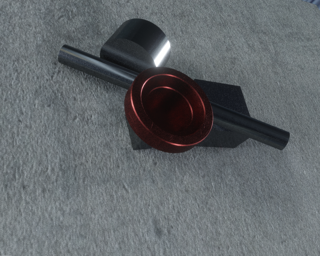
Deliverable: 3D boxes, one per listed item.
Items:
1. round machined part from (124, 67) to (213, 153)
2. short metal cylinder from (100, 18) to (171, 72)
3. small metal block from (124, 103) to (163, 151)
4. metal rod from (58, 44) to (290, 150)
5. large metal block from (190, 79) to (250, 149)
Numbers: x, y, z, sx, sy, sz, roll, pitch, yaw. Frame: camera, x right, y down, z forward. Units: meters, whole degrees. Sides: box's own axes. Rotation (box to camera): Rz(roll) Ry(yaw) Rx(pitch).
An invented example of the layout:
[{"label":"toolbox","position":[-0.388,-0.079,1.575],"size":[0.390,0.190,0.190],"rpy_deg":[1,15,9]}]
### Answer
[{"label":"round machined part","position":[0.006,-0.016,0.346],"size":[0.099,0.042,0.098],"rpy_deg":[13,57,-22]},{"label":"short metal cylinder","position":[-0.032,-0.097,0.413],"size":[0.080,0.080,0.050],"rpy_deg":[33,51,-8]},{"label":"small metal block","position":[-0.019,-0.006,0.384],"size":[0.025,0.050,0.050],"rpy_deg":[-2,63,-30]},{"label":"metal rod","position":[0.016,-0.039,0.391],"size":[0.301,0.025,0.025],"rpy_deg":[22,52,2]},{"label":"large metal block","position":[0.080,-0.018,0.446],"size":[0.081,0.050,0.080],"rpy_deg":[4,60,-27]}]
